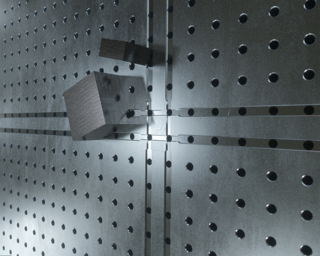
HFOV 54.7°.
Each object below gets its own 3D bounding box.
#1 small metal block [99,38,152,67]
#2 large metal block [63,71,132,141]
[{"bbox_3d":[-0.048,-0.106,0.433,0.050,0.050,0.025,20,103,38],"label":"small metal block"},{"bbox_3d":[-0.097,-0.031,0.473,0.080,0.050,0.080,-24,75,37],"label":"large metal block"}]
